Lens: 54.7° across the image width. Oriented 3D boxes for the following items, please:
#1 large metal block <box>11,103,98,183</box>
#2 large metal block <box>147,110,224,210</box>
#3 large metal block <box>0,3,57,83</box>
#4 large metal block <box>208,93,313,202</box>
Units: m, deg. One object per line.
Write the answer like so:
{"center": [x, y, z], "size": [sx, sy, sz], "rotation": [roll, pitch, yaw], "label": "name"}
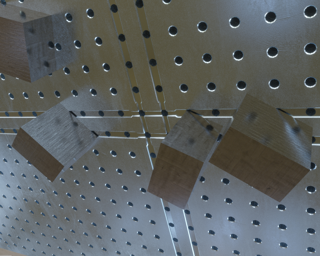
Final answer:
{"center": [-0.157, 0.020, 0.469], "size": [0.080, 0.080, 0.050], "rotation": [43, 129, -2], "label": "large metal block"}
{"center": [0.031, 0.038, 0.381], "size": [0.050, 0.080, 0.079], "rotation": [25, 127, 13], "label": "large metal block"}
{"center": [-0.194, -0.117, 0.422], "size": [0.080, 0.050, 0.079], "rotation": [19, 126, 16], "label": "large metal block"}
{"center": [0.109, 0.017, 0.329], "size": [0.080, 0.080, 0.050], "rotation": [30, 128, 9], "label": "large metal block"}
